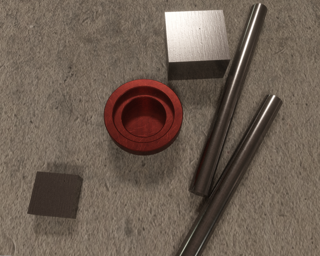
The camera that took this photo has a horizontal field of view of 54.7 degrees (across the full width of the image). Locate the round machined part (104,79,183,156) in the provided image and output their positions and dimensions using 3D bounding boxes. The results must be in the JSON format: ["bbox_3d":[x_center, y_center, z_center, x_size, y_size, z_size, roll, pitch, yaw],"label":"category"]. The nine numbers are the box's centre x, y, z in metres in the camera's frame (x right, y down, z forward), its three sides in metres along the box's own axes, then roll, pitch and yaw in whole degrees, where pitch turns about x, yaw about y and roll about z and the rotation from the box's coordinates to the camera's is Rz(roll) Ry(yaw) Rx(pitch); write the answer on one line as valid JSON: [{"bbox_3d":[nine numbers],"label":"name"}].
[{"bbox_3d":[-0.021,-0.011,0.403,0.099,0.042,0.098,0,70,-1],"label":"round machined part"}]

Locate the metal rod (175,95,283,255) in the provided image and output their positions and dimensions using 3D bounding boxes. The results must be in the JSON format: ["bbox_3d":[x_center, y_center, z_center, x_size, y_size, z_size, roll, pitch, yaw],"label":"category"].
[{"bbox_3d":[0.076,0.081,0.379,0.025,0.025,0.300,31,72,10],"label":"metal rod"}]

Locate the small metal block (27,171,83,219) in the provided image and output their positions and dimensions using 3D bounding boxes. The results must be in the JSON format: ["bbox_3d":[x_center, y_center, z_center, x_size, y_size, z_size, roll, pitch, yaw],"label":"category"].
[{"bbox_3d":[-0.126,0.082,0.377,0.050,0.025,0.050,5,70,1],"label":"small metal block"}]

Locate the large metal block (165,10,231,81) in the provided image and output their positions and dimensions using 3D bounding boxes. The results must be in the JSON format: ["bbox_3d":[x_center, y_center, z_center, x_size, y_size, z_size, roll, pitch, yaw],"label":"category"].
[{"bbox_3d":[0.049,-0.116,0.438,0.081,0.050,0.080,-3,70,-2],"label":"large metal block"}]

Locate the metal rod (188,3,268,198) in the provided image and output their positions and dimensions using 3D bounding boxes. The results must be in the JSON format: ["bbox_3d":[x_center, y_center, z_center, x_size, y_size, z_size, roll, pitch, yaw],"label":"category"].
[{"bbox_3d":[0.100,-0.051,0.427,0.025,0.025,0.300,20,71,6],"label":"metal rod"}]
